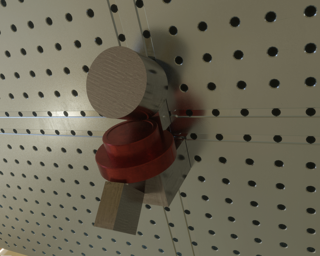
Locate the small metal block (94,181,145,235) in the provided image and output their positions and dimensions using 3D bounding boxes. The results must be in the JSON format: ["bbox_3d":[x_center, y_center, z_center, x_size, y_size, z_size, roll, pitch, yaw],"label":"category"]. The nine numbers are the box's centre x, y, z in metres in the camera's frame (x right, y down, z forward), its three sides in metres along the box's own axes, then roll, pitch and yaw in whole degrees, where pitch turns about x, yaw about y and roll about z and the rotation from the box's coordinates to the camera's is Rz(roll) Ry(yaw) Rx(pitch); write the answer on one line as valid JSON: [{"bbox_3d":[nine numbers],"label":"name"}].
[{"bbox_3d":[-0.045,0.093,0.358,0.025,0.050,0.050,1,157,27],"label":"small metal block"}]

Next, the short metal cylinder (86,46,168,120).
[{"bbox_3d":[-0.038,-0.049,0.361,0.080,0.050,0.080,-1,88,27],"label":"short metal cylinder"}]

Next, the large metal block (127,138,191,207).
[{"bbox_3d":[-0.014,0.054,0.414,0.080,0.080,0.050,1,119,27],"label":"large metal block"}]

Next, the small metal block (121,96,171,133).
[{"bbox_3d":[-0.018,-0.022,0.404,0.050,0.025,0.050,1,119,27],"label":"small metal block"}]

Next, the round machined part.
[{"bbox_3d":[-0.032,0.021,0.379,0.098,0.098,0.042,1,119,27],"label":"round machined part"}]
